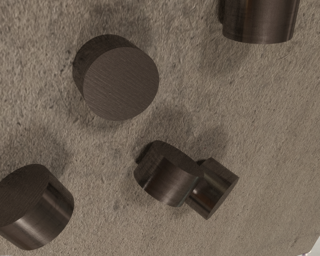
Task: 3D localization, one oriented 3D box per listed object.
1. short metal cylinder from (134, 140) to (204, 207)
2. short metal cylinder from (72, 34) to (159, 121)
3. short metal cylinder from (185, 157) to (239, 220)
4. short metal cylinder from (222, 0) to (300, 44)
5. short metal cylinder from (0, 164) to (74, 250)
[{"bbox_3d":[0.012,0.060,0.417,0.080,0.080,0.050,24,105,-37],"label":"short metal cylinder"},{"bbox_3d":[-0.048,-0.054,0.332,0.081,0.050,0.079,-14,125,-21],"label":"short metal cylinder"},{"bbox_3d":[0.075,0.091,0.469,0.080,0.050,0.080,-43,157,-24],"label":"short metal cylinder"},{"bbox_3d":[0.114,-0.133,0.353,0.081,0.080,0.050,-15,125,-20],"label":"short metal cylinder"},{"bbox_3d":[-0.145,0.087,0.346,0.080,0.080,0.050,-33,129,-7],"label":"short metal cylinder"}]
